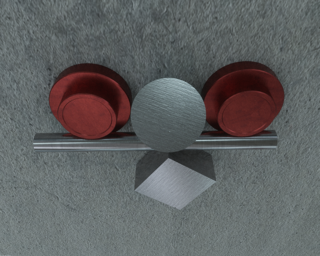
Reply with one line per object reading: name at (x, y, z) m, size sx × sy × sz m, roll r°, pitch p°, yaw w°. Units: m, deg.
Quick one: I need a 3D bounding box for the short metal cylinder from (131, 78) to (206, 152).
short metal cylinder at (0.009, -0.015, 0.355) m, size 0.080 × 0.050 × 0.079 m, roll 0°, pitch 95°, yaw 0°

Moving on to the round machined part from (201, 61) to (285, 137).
round machined part at (0.101, -0.028, 0.375) m, size 0.099 × 0.042 × 0.097 m, roll 0°, pitch 130°, yaw 0°

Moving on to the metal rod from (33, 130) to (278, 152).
metal rod at (-0.006, 0.017, 0.395) m, size 0.302 × 0.025 × 0.025 m, roll -1°, pitch 130°, yaw 0°

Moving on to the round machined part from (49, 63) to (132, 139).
round machined part at (-0.084, -0.025, 0.375) m, size 0.099 × 0.042 × 0.097 m, roll 0°, pitch 130°, yaw 0°

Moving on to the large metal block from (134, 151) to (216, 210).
large metal block at (0.020, 0.064, 0.444) m, size 0.080 × 0.050 × 0.080 m, roll 28°, pitch 125°, yaw -22°
